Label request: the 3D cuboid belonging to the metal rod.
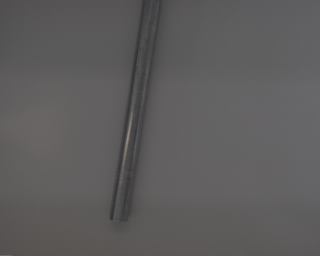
[{"bbox_3d":[-0.032,-0.027,0.411,0.025,0.025,0.298,9,90,0],"label":"metal rod"}]
